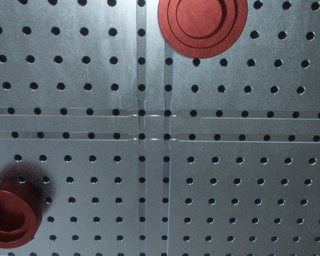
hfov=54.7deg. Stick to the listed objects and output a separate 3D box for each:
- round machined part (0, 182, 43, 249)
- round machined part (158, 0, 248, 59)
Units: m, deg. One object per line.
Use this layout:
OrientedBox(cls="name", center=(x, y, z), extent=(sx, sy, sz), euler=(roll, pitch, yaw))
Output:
OrientedBox(cls="round machined part", center=(-0.219, 0.121, 0.446), extent=(0.099, 0.042, 0.097), euler=(0, 110, -1))
OrientedBox(cls="round machined part", center=(0.047, -0.132, 0.356), extent=(0.099, 0.042, 0.097), euler=(0, 110, -1))
